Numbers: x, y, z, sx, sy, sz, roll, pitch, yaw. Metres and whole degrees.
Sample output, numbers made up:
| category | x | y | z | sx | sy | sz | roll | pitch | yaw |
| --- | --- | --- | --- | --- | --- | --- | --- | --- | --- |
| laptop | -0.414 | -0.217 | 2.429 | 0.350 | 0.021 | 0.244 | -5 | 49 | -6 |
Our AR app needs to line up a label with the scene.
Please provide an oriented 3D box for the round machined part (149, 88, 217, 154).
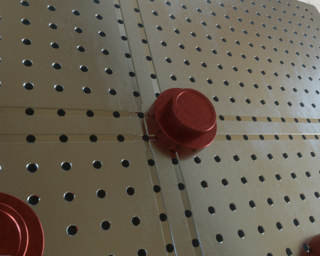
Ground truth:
| category | x | y | z | sx | sy | sz | roll | pitch | yaw |
| --- | --- | --- | --- | --- | --- | --- | --- | --- | --- |
| round machined part | 0.038 | -0.016 | 0.430 | 0.099 | 0.042 | 0.098 | 14 | 56 | -21 |

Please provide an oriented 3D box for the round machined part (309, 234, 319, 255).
| category | x | y | z | sx | sy | sz | roll | pitch | yaw |
| --- | --- | --- | --- | --- | --- | --- | --- | --- | --- |
| round machined part | 0.257 | 0.190 | 0.423 | 0.099 | 0.042 | 0.098 | 14 | 56 | -21 |

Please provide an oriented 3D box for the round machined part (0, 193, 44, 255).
| category | x | y | z | sx | sy | sz | roll | pitch | yaw |
| --- | --- | --- | --- | --- | --- | --- | --- | --- | --- |
| round machined part | -0.148 | 0.100 | 0.257 | 0.099 | 0.042 | 0.098 | 14 | 56 | -21 |
